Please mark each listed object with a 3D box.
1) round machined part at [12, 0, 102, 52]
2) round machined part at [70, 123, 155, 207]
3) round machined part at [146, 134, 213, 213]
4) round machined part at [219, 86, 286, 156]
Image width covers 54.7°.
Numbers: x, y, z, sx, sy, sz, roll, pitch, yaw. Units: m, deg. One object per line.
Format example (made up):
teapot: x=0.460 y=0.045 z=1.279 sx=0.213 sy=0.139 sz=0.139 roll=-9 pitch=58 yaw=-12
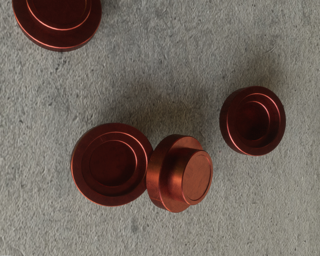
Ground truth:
round machined part: x=-0.116 y=-0.141 z=0.357 sx=0.099 sy=0.042 sz=0.097 roll=0 pitch=90 yaw=-20
round machined part: x=-0.059 y=0.042 z=0.378 sx=0.099 sy=0.042 sz=0.097 roll=0 pitch=90 yaw=-20
round machined part: x=0.031 y=0.058 z=0.389 sx=0.099 sy=0.042 sz=0.097 roll=-10 pitch=104 yaw=-49
round machined part: x=0.128 y=-0.010 z=0.447 sx=0.099 sy=0.042 sz=0.097 roll=0 pitch=90 yaw=-20
